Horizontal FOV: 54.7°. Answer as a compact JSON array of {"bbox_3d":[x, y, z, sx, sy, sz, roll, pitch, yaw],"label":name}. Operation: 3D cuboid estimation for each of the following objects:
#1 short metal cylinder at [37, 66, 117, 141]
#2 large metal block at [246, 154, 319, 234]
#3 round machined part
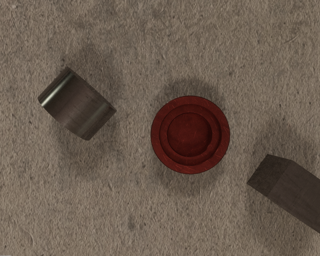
[{"bbox_3d":[-0.100,-0.030,0.381,0.080,0.080,0.050,43,90,-1],"label":"short metal cylinder"},{"bbox_3d":[0.166,0.079,0.385,0.080,0.080,0.050,35,90,-1],"label":"large metal block"},{"bbox_3d":[0.037,0.008,0.402,0.099,0.042,0.097,0,90,-1],"label":"round machined part"}]
